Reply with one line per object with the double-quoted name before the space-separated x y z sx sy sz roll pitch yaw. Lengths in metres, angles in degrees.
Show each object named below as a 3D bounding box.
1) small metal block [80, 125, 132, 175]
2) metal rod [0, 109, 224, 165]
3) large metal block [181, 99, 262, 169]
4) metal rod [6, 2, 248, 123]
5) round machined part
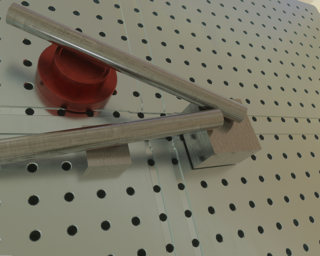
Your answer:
"small metal block" -0.065 0.024 0.360 0.050 0.025 0.050 0 62 -29
"metal rod" -0.067 0.010 0.332 0.303 0.025 0.025 -9 66 -21
"large metal block" 0.081 0.006 0.430 0.081 0.050 0.080 -2 63 -30
"metal rod" -0.029 -0.073 0.376 0.302 0.025 0.025 22 53 -12
"round machined part" -0.100 -0.072 0.388 0.099 0.042 0.098 14 56 -21
